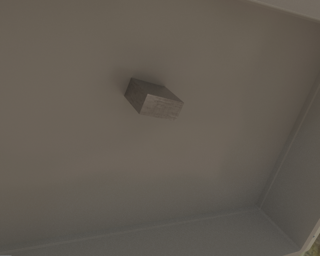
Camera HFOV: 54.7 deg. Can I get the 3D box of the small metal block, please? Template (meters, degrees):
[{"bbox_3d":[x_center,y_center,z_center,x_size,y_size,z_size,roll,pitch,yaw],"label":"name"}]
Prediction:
[{"bbox_3d":[-0.008,-0.034,0.369,0.050,0.050,0.025,10,113,-33],"label":"small metal block"}]
